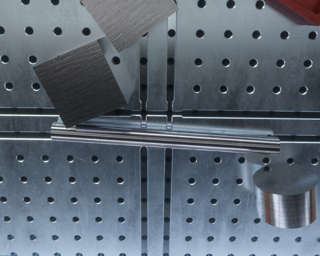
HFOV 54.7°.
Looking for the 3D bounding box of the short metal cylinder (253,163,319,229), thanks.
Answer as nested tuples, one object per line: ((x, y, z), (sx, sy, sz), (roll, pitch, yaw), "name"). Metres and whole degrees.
((0.169, 0.089, 0.418), (0.080, 0.080, 0.050), (-10, 110, 3), "short metal cylinder")

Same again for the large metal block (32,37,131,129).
((-0.091, -0.056, 0.378), (0.080, 0.050, 0.080), (-21, 109, 7), "large metal block")

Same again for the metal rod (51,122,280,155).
((0.009, 0.015, 0.418), (0.302, 0.025, 0.025), (4, 110, -2), "metal rod")

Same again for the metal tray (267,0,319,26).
((0.176, -0.192, 0.341), (0.090, 0.030, 0.129), (27, 108, -10), "metal tray")

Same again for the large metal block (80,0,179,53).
((-0.036, -0.144, 0.347), (0.080, 0.050, 0.080), (-33, 107, 11), "large metal block")
